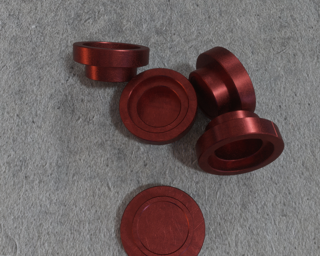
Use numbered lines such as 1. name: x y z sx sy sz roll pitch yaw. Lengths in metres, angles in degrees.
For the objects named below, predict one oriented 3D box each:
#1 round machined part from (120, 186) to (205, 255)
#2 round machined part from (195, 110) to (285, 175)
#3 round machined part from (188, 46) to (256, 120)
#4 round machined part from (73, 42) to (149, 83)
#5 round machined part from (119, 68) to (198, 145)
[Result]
1. round machined part: 0.003 0.115 0.357 0.099 0.042 0.098 0 70 0
2. round machined part: 0.090 0.016 0.366 0.099 0.098 0.042 -6 56 -2
3. round machined part: 0.071 -0.048 0.387 0.042 0.098 0.098 -28 73 -10
4. round machined part: -0.064 -0.088 0.412 0.099 0.098 0.042 5 110 2
5. round machined part: 0.000 -0.025 0.403 0.099 0.042 0.098 -2 74 6
